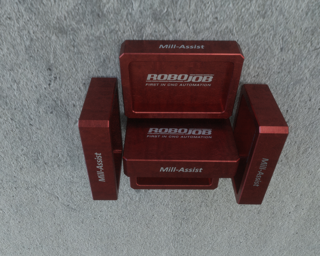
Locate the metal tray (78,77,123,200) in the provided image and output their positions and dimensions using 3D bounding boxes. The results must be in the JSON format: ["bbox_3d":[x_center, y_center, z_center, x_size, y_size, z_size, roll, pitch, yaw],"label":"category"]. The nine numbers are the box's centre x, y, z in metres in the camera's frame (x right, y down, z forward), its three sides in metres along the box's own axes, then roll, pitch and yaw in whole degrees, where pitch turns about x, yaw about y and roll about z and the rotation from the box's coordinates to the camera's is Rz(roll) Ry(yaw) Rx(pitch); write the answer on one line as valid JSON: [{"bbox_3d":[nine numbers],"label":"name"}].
[{"bbox_3d":[-0.067,0.015,0.378,0.030,0.090,0.129,1,131,-1],"label":"metal tray"}]

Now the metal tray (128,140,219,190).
[{"bbox_3d":[0.021,0.049,0.449,0.131,0.030,0.089,0,129,-1],"label":"metal tray"}]

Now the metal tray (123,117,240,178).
[{"bbox_3d":[0.024,0.017,0.383,0.131,0.090,0.030,1,131,-1],"label":"metal tray"}]

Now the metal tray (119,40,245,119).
[{"bbox_3d":[0.023,-0.054,0.360,0.131,0.030,0.089,0,133,-1],"label":"metal tray"}]

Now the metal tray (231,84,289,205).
[{"bbox_3d":[0.114,0.022,0.385,0.030,0.090,0.129,1,130,-1],"label":"metal tray"}]
